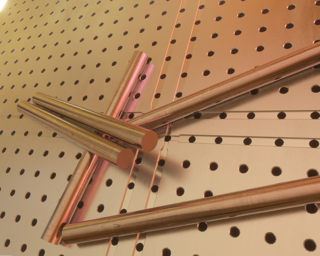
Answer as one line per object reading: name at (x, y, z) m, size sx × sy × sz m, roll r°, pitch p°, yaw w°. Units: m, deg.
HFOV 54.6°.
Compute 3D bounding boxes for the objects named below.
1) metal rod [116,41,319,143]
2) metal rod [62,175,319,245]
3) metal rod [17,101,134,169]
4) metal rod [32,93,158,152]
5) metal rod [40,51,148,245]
metal rod at (0.074, -0.044, 0.396) m, size 0.300 × 0.025 × 0.025 m, roll -21°, pitch 54°, yaw 15°
metal rod at (0.023, 0.094, 0.339) m, size 0.300 × 0.025 × 0.025 m, roll -16°, pitch 55°, yaw 19°
metal rod at (-0.144, -0.001, 0.462) m, size 0.300 × 0.025 × 0.025 m, roll 20°, pitch 72°, yaw 43°
metal rod at (-0.114, -0.018, 0.453) m, size 0.300 × 0.025 × 0.025 m, roll 18°, pitch 71°, yaw 44°
metal rod at (-0.085, 0.014, 0.445) m, size 0.025 × 0.025 × 0.300 m, roll 10°, pitch 66°, yaw 32°
